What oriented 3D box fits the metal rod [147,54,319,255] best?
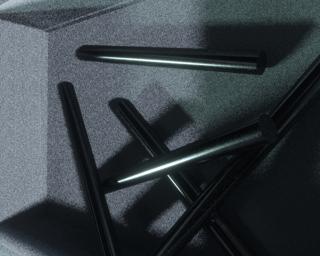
[{"bbox_3d":[0.079,0.044,0.318,0.025,0.025,0.299,47,111,30],"label":"metal rod"}]

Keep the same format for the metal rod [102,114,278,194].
[{"bbox_3d":[0.001,0.045,0.368,0.299,0.025,0.025,-27,73,48],"label":"metal rod"}]

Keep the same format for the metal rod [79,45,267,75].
[{"bbox_3d":[-0.008,-0.095,0.413,0.300,0.025,0.025,14,99,39],"label":"metal rod"}]

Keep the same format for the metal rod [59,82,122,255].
[{"bbox_3d":[-0.113,0.048,0.472,0.025,0.025,0.299,-43,56,32],"label":"metal rod"}]

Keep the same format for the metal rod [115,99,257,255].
[{"bbox_3d":[0.031,0.069,0.381,0.300,0.025,0.025,50,120,28],"label":"metal rod"}]
